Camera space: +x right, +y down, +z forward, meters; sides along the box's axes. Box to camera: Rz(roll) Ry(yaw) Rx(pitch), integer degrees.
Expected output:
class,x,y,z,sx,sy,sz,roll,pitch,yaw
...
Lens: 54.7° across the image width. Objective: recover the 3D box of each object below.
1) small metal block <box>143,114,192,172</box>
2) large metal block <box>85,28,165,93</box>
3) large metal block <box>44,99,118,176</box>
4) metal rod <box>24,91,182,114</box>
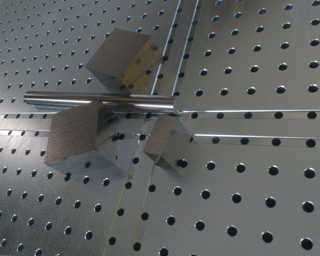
class,x,y,z,sx,sy,sz,roll,pitch,yaw
small metal block,0.010,0.019,0.374,0.025,0.050,0.050,11,67,32
large metal block,-0.054,-0.103,0.482,0.080,0.050,0.080,24,75,36
large metal block,-0.108,0.015,0.438,0.080,0.050,0.080,-15,56,19
metal rod,-0.106,-0.043,0.488,0.300,0.025,0.025,5,64,30
